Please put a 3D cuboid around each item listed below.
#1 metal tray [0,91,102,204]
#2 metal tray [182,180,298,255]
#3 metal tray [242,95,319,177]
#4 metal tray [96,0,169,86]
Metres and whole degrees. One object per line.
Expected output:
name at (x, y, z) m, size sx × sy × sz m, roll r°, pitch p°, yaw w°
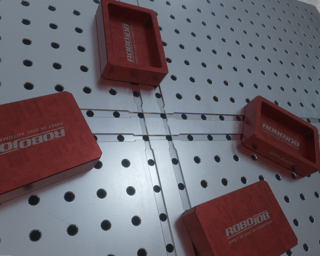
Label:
metal tray at (-0.138, 0.018, 0.320) m, size 0.131 × 0.030 × 0.090 m, roll -19°, pitch 72°, yaw -36°
metal tray at (0.102, 0.125, 0.385) m, size 0.131 × 0.030 × 0.090 m, roll -11°, pitch 67°, yaw -33°
metal tray at (0.200, 0.013, 0.507) m, size 0.131 × 0.030 × 0.090 m, roll 26°, pitch 52°, yaw -12°
metal tray at (-0.043, -0.129, 0.461) m, size 0.091 × 0.030 × 0.130 m, roll 4°, pitch 60°, yaw -27°
